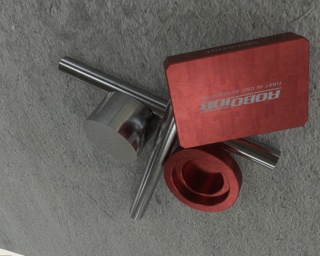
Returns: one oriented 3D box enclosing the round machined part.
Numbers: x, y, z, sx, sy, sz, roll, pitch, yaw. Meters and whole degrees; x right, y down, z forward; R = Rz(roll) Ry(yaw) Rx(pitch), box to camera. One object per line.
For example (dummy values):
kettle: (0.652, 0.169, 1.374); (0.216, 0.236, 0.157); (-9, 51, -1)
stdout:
round machined part: (0.058, 0.058, 0.403); (0.098, 0.042, 0.097); (13, 124, 21)

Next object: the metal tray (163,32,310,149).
metal tray: (0.076, -0.036, 0.307); (0.131, 0.030, 0.089); (-11, 116, 2)

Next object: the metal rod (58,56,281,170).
metal rod: (0.002, -0.024, 0.393); (0.301, 0.025, 0.025); (25, 127, 12)

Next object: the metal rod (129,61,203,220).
metal rod: (-0.003, 0.041, 0.412); (0.025, 0.025, 0.298); (29, 135, 9)

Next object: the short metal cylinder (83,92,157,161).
short metal cylinder: (-0.051, -0.001, 0.402); (0.080, 0.050, 0.080); (25, 151, 15)
